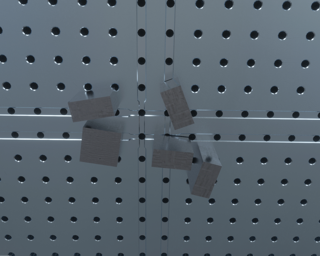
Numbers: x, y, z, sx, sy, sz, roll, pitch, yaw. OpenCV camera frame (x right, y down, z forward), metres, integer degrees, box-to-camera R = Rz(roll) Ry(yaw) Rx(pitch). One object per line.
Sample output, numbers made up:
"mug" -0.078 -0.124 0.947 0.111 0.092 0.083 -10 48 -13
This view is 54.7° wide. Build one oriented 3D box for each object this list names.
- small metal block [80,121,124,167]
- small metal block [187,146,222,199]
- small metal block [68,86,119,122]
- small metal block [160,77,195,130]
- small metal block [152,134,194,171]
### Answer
"small metal block" -0.079 0.022 0.420 0.050 0.025 0.050 9 110 -4
"small metal block" 0.059 0.059 0.423 0.025 0.050 0.050 15 109 -6
"small metal block" -0.081 -0.031 0.388 0.050 0.050 0.025 -9 110 3
"small metal block" 0.021 -0.032 0.389 0.025 0.050 0.050 -20 109 7
"small metal block" 0.016 0.031 0.412 0.050 0.050 0.025 6 110 -3
